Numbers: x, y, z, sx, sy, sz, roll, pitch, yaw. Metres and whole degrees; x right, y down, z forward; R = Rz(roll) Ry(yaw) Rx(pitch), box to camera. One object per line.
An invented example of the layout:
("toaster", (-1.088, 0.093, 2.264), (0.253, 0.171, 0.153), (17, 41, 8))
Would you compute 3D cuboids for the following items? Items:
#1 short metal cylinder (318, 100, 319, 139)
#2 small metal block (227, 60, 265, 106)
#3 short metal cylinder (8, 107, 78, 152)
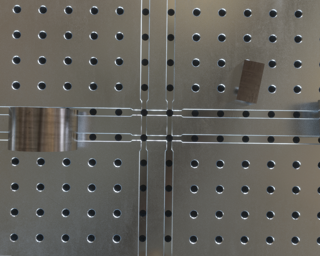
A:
("short metal cylinder", (0.244, -0.013, 0.388), (0.081, 0.080, 0.050), (-3, 90, 0))
("small metal block", (0.110, -0.057, 0.402), (0.025, 0.050, 0.050), (12, 90, 0))
("short metal cylinder", (-0.144, 0.001, 0.385), (0.081, 0.080, 0.050), (2, 90, 0))
